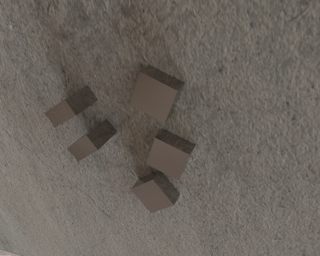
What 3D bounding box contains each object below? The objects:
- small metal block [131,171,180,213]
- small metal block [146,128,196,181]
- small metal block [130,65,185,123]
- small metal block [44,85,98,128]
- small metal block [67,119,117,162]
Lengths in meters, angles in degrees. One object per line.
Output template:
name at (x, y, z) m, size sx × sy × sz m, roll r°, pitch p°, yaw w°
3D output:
small metal block at (-0.007, 0.097, 0.469) m, size 0.050 × 0.025 × 0.050 m, roll -30°, pitch 102°, yaw 37°
small metal block at (0.014, 0.036, 0.420) m, size 0.050 × 0.025 × 0.050 m, roll 26°, pitch 128°, yaw 11°
small metal block at (-0.004, -0.042, 0.382) m, size 0.050 × 0.025 × 0.050 m, roll 29°, pitch 128°, yaw 9°
small metal block at (-0.124, -0.030, 0.435) m, size 0.050 × 0.050 × 0.025 m, roll -23°, pitch 106°, yaw 36°
small metal block at (-0.098, 0.018, 0.451) m, size 0.050 × 0.050 × 0.025 m, roll -29°, pitch 103°, yaw 37°
